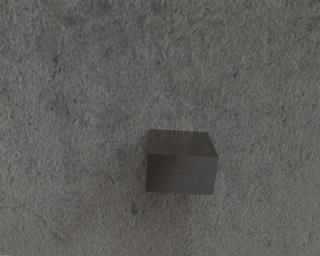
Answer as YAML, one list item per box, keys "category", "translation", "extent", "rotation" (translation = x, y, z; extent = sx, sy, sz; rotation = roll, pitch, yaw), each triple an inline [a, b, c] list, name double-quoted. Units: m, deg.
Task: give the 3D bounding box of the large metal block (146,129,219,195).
- category: "large metal block"
  translation: [0.025, 0.041, 0.396]
  extent: [0.081, 0.080, 0.050]
  rotation: [4, 110, -2]
